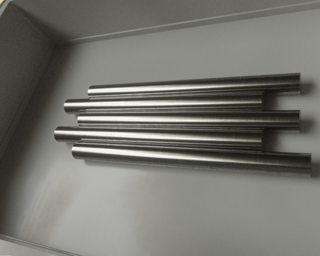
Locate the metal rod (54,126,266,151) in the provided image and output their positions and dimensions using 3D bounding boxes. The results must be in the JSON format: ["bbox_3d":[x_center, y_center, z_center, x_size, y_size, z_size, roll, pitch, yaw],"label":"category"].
[{"bbox_3d":[-0.020,0.012,0.406,0.300,0.025,0.025,1,62,28],"label":"metal rod"}]

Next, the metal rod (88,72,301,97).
[{"bbox_3d":[0.027,-0.053,0.421,0.300,0.025,0.025,1,62,28],"label":"metal rod"}]

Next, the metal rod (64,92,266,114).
[{"bbox_3d":[-0.013,-0.032,0.429,0.300,0.025,0.025,1,62,28],"label":"metal rod"}]

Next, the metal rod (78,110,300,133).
[{"bbox_3d":[0.017,-0.009,0.400,0.300,0.025,0.025,1,62,28],"label":"metal rod"}]

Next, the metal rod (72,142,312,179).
[{"bbox_3d":[0.015,0.035,0.373,0.300,0.025,0.025,1,62,28],"label":"metal rod"}]
